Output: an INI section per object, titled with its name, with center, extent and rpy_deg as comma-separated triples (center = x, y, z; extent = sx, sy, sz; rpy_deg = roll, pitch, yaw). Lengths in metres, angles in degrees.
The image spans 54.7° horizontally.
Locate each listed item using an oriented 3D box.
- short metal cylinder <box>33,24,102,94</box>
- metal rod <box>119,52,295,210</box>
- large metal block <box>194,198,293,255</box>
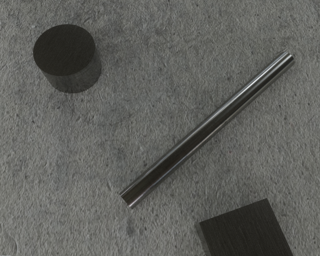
[short metal cylinder]
center = -0.125, -0.095, 0.428
extent = 0.081, 0.050, 0.080
rpy_deg = 0, 70, 0
[metal rod]
center = 0.070, -0.005, 0.410
extent = 0.301, 0.025, 0.025
rpy_deg = -40, 75, -14
[large metal block]
center = 0.093, 0.133, 0.347
extent = 0.080, 0.050, 0.080
rpy_deg = -18, 71, -7
